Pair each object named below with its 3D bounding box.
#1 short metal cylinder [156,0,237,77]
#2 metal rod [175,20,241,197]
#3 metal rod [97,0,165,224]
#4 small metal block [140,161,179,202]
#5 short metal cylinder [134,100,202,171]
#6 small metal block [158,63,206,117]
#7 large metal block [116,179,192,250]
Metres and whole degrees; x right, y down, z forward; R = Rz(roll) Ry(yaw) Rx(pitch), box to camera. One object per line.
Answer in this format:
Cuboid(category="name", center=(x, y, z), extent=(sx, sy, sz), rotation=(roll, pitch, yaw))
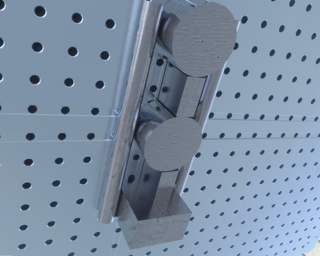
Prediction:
Cuboid(category="short metal cylinder", center=(0.038, -0.104, 0.351), extent=(0.081, 0.050, 0.079), rotation=(-14, 124, -21))
Cuboid(category="metal rod", center=(0.050, -0.002, 0.436), extent=(0.025, 0.025, 0.298), rotation=(1, 118, -29))
Cuboid(category="metal rod", center=(-0.042, -0.001, 0.386), extent=(0.025, 0.025, 0.298), rotation=(1, 118, -29))
Cuboid(category="small metal block", center=(-0.003, 0.067, 0.434), extent=(0.025, 0.050, 0.050), rotation=(0, 118, -29))
Cuboid(category="short metal cylinder", center=(0.007, 0.009, 0.404), extent=(0.081, 0.050, 0.079), rotation=(-14, 124, -21))
Cuboid(category="small metal block", center=(0.025, -0.047, 0.378), extent=(0.025, 0.050, 0.050), rotation=(1, 118, -29))
Cuboid(category="large metal block", center=(-0.014, 0.117, 0.440), extent=(0.081, 0.080, 0.050), rotation=(1, 118, -29))
